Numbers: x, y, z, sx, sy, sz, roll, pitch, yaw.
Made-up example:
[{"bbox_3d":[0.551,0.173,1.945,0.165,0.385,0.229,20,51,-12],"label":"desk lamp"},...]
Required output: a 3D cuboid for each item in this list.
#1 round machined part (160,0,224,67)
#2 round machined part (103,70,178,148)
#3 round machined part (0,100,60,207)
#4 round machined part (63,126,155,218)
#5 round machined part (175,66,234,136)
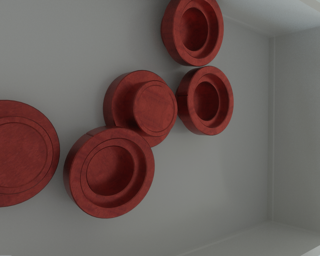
[{"bbox_3d":[0.040,-0.134,0.424,0.099,0.042,0.097,-11,107,-39],"label":"round machined part"},{"bbox_3d":[-0.017,-0.023,0.383,0.099,0.042,0.097,0,90,-40],"label":"round machined part"},{"bbox_3d":[-0.138,0.023,0.281,0.099,0.042,0.097,0,90,-40],"label":"round machined part"},{"bbox_3d":[-0.058,0.045,0.342,0.099,0.042,0.097,-6,101,-34],"label":"round machined part"},{"bbox_3d":[0.060,-0.038,0.448,0.099,0.042,0.097,0,90,-40],"label":"round machined part"}]
